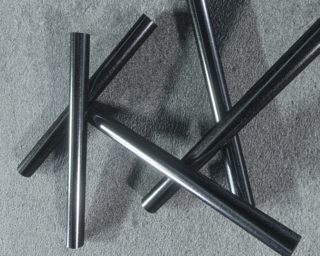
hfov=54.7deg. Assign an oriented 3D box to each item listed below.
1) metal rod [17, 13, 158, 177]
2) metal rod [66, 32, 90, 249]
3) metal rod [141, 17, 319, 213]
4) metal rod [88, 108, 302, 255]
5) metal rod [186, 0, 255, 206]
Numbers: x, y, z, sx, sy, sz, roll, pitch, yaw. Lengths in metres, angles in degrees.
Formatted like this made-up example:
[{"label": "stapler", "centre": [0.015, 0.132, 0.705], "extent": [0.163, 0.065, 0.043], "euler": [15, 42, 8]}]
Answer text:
[{"label": "metal rod", "centre": [-0.112, -0.038, 0.448], "extent": [0.025, 0.025, 0.299], "euler": [47, 104, 14]}, {"label": "metal rod", "centre": [-0.114, 0.023, 0.430], "extent": [0.025, 0.025, 0.298], "euler": [7, 99, 20]}, {"label": "metal rod", "centre": [0.075, 0.001, 0.353], "extent": [0.025, 0.025, 0.299], "euler": [47, 115, 14]}, {"label": "metal rod", "centre": [0.014, 0.046, 0.363], "extent": [0.300, 0.025, 0.025], "euler": [30, 100, 32]}, {"label": "metal rod", "centre": [0.072, -0.044, 0.383], "extent": [0.025, 0.025, 0.298], "euler": [-14, 85, 19]}]
